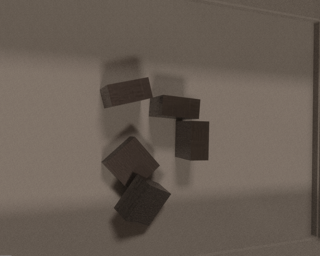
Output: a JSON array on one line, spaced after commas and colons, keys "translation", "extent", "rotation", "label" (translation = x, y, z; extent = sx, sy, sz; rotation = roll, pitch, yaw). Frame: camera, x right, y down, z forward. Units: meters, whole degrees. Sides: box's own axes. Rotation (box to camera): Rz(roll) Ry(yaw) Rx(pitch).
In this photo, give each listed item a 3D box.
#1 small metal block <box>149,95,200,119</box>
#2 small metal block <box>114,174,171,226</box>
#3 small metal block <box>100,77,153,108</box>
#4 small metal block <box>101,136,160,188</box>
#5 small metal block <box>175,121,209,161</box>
[{"translation": [0.018, -0.026, 0.405], "extent": [0.050, 0.050, 0.025], "rotation": [5, 89, -20], "label": "small metal block"}, {"translation": [-0.021, 0.091, 0.387], "extent": [0.050, 0.025, 0.050], "rotation": [-55, 141, -1], "label": "small metal block"}, {"translation": [-0.043, -0.043, 0.382], "extent": [0.050, 0.050, 0.025], "rotation": [-14, 95, -20], "label": "small metal block"}, {"translation": [-0.038, 0.046, 0.398], "extent": [0.050, 0.025, 0.050], "rotation": [-43, 104, -15], "label": "small metal block"}, {"translation": [0.042, 0.016, 0.414], "extent": [0.025, 0.050, 0.050], "rotation": [1, 90, -20], "label": "small metal block"}]
